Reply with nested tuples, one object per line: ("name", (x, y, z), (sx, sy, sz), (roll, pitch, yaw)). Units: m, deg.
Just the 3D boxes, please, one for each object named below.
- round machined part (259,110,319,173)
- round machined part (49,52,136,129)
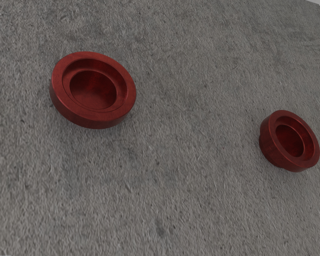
("round machined part", (0.195, 0.024, 0.483), (0.099, 0.042, 0.098), (14, 56, -21))
("round machined part", (-0.082, -0.041, 0.374), (0.099, 0.042, 0.098), (14, 56, -21))
